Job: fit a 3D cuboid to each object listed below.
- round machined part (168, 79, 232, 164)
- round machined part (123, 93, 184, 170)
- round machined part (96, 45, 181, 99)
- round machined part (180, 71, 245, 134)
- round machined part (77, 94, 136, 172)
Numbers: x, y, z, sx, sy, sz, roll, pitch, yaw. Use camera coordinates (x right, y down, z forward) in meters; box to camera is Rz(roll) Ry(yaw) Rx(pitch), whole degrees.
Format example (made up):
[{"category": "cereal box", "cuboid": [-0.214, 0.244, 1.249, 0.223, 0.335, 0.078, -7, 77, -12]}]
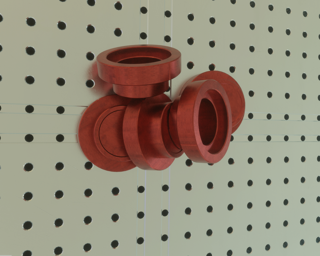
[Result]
[{"category": "round machined part", "cuboid": [0.046, -0.007, 0.371, 0.099, 0.042, 0.097, 2, 87, -53]}, {"category": "round machined part", "cuboid": [0.002, 0.003, 0.380, 0.099, 0.042, 0.097, 8, 80, -57]}, {"category": "round machined part", "cuboid": [-0.024, -0.067, 0.371, 0.099, 0.098, 0.042, -13, 120, -20]}, {"category": "round machined part", "cuboid": [0.079, -0.032, 0.434, 0.099, 0.042, 0.097, 0, 90, -21]}, {"category": "round machined part", "cuboid": [-0.051, 0.006, 0.386, 0.099, 0.042, 0.097, 0, 90, -21]}]
